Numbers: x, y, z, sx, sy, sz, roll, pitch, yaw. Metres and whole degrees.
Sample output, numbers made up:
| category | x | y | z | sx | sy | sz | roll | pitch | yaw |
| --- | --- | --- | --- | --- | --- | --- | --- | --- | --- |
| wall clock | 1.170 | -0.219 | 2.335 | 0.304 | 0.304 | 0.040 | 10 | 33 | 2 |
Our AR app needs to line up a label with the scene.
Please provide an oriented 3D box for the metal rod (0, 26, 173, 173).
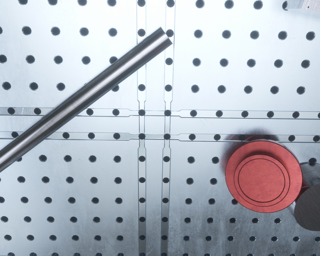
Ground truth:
| category | x | y | z | sx | sy | sz | roll | pitch | yaw |
| --- | --- | --- | --- | --- | --- | --- | --- | --- | --- |
| metal rod | -0.113 | -0.028 | 0.401 | 0.300 | 0.025 | 0.025 | -35 | 107 | 11 |

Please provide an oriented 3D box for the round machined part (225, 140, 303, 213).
| category | x | y | z | sx | sy | sz | roll | pitch | yaw |
| --- | --- | --- | --- | --- | --- | --- | --- | --- | --- |
| round machined part | 0.135 | 0.065 | 0.409 | 0.098 | 0.042 | 0.097 | 2 | 94 | 22 |

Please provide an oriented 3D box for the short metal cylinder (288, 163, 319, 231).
| category | x | y | z | sx | sy | sz | roll | pitch | yaw |
| --- | --- | --- | --- | --- | --- | --- | --- | --- | --- |
| short metal cylinder | 0.218 | 0.097 | 0.437 | 0.081 | 0.050 | 0.079 | -1 | 112 | -3 |

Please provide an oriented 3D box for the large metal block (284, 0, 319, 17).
| category | x | y | z | sx | sy | sz | roll | pitch | yaw |
| --- | --- | --- | --- | --- | --- | --- | --- | --- | --- |
| large metal block | 0.198 | -0.165 | 0.342 | 0.081 | 0.050 | 0.079 | 11 | 110 | -5 |
